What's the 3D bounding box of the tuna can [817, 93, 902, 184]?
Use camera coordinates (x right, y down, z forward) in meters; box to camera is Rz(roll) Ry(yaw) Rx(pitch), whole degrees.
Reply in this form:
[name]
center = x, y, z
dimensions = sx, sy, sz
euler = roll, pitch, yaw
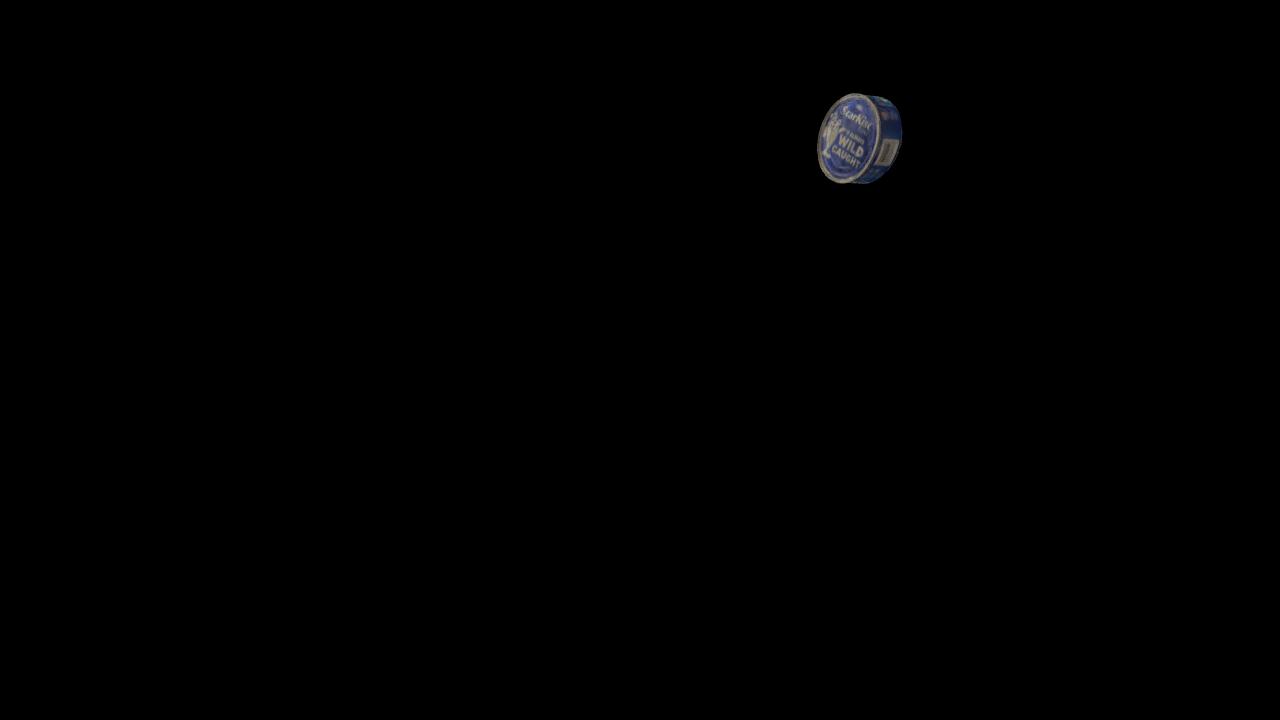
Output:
[tuna can]
center = 0.217, -0.218, 0.611
dimensions = 0.034, 0.084, 0.084
euler = -6, 2, -24
